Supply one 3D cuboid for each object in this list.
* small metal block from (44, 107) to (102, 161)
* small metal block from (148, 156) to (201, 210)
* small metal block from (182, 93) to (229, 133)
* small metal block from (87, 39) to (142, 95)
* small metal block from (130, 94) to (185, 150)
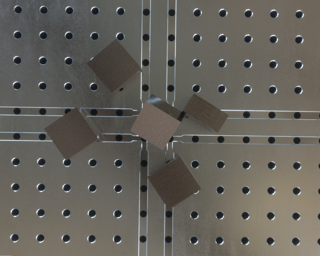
[{"bbox_3d":[-0.115,0.007,0.413,0.050,0.025,0.050,-34,90,0],"label":"small metal block"},{"bbox_3d":[0.019,0.071,0.414,0.050,0.025,0.050,-33,90,0],"label":"small metal block"},{"bbox_3d":[0.056,-0.018,0.401,0.050,0.050,0.025,32,90,0],"label":"small metal block"},{"bbox_3d":[-0.059,-0.080,0.413,0.050,0.025,0.050,-41,90,0],"label":"small metal block"},{"bbox_3d":[-0.003,-0.007,0.402,0.050,0.025,0.050,31,121,0],"label":"small metal block"}]
